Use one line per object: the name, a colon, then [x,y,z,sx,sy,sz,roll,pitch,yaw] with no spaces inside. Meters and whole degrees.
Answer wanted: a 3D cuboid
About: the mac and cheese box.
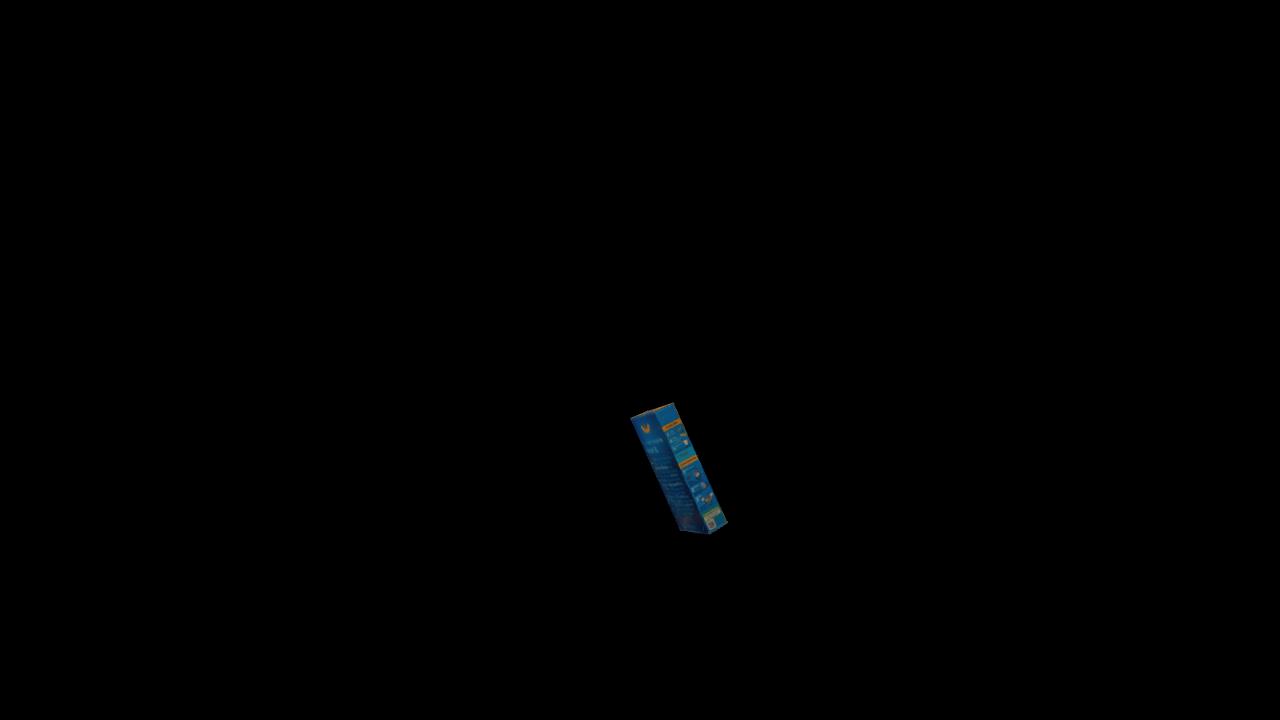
mac and cheese box: [0.053,0.157,0.885,0.041,0.184,0.093,-23,-2,-25]
